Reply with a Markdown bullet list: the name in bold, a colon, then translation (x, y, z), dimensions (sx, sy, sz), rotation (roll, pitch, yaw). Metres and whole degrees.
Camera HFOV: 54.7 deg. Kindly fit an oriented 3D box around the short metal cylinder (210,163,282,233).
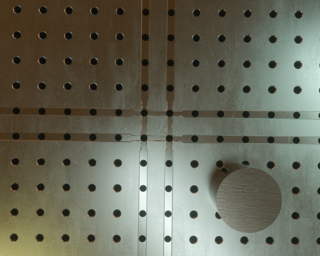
- **short metal cylinder**: translation (0.108, 0.088, 0.402), dimensions (0.081, 0.050, 0.079), rotation (0, 90, 0)
